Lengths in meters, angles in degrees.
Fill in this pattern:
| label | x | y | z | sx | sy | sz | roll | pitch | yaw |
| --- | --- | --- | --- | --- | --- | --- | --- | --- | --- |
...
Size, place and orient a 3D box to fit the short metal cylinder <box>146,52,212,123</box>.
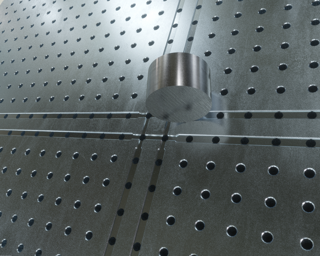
| label | x | y | z | sx | sy | sz | roll | pitch | yaw |
| --- | --- | --- | --- | --- | --- | --- | --- | --- | --- |
| short metal cylinder | 0.024 | -0.049 | 0.389 | 0.080 | 0.080 | 0.050 | -11 | 57 | 22 |
